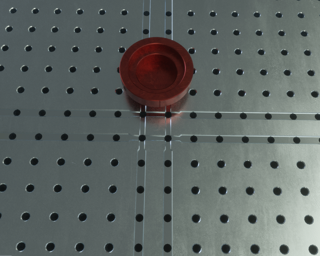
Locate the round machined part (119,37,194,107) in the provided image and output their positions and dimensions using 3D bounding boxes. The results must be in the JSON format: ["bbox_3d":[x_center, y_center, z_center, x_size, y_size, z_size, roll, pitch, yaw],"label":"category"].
[{"bbox_3d":[-0.005,-0.073,0.429,0.099,0.042,0.098,0,70,-1],"label":"round machined part"}]
